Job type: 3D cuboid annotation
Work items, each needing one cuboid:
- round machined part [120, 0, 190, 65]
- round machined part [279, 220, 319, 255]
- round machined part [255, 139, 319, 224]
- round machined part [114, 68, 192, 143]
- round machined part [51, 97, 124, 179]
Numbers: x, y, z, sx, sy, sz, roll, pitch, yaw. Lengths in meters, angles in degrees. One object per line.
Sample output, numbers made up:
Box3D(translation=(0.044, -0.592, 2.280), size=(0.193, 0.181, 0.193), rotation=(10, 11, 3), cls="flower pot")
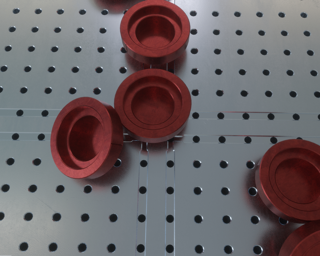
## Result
Box3D(translation=(-0.007, -0.134, 0.452), size=(0.099, 0.042, 0.098), rotation=(0, 70, 0), cls="round machined part")
Box3D(translation=(0.176, 0.144, 0.337), size=(0.099, 0.042, 0.097), rotation=(0, 99, -1), cls="round machined part")
Box3D(translation=(0.165, 0.066, 0.377), size=(0.099, 0.042, 0.098), rotation=(0, 65, 1), cls="round machined part")
Box3D(translation=(-0.009, -0.026, 0.412), size=(0.099, 0.042, 0.098), rotation=(0, 70, 0), cls="round machined part")
Box3D(translation=(-0.084, 0.014, 0.382), size=(0.098, 0.042, 0.098), rotation=(-5, 79, 29), cls="round machined part")
